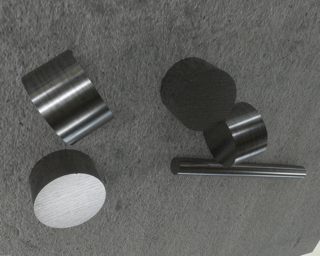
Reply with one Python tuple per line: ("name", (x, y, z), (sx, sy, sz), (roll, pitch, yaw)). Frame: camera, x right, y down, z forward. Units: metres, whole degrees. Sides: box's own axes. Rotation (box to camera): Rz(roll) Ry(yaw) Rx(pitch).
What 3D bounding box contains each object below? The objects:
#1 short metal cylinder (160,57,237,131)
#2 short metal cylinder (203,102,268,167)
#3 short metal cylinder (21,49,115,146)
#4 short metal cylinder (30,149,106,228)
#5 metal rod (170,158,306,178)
("short metal cylinder", (0.047, -0.043, 0.388), (0.081, 0.050, 0.079), (-12, 122, -20))
("short metal cylinder", (0.103, 0.008, 0.432), (0.050, 0.080, 0.079), (-19, 126, -18))
("short metal cylinder", (-0.088, -0.030, 0.305), (0.050, 0.080, 0.080), (-34, 129, -6))
("short metal cylinder", (-0.112, 0.073, 0.375), (0.081, 0.050, 0.079), (-14, 124, -21))
("metal rod", (0.150, 0.071, 0.532), (0.302, 0.025, 0.025), (7, 115, -32))
